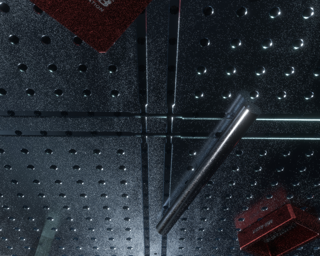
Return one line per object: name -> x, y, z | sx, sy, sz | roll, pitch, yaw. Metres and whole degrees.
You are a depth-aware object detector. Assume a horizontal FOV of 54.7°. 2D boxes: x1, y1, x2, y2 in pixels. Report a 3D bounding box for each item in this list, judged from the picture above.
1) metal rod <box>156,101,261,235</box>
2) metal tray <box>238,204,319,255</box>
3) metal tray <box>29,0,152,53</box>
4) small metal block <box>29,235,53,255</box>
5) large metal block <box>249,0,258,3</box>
metal rod -> 0.061, 0.080, 0.479 | 0.025, 0.025, 0.298 | 17, 128, -14
metal tray -> 0.223, 0.199, 0.579 | 0.090, 0.030, 0.129 | 28, 125, -22
metal tray -> -0.077, -0.143, 0.285 | 0.130, 0.030, 0.090 | 35, 122, -26
small metal block -> -0.236, 0.246, 0.602 | 0.025, 0.050, 0.050 | 29, 124, -23
large metal block -> 0.104, -0.148, 0.250 | 0.080, 0.080, 0.050 | -10, 130, 8
